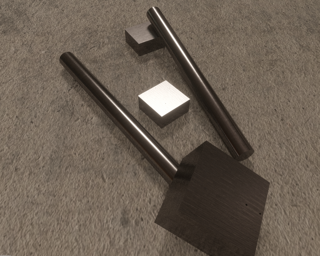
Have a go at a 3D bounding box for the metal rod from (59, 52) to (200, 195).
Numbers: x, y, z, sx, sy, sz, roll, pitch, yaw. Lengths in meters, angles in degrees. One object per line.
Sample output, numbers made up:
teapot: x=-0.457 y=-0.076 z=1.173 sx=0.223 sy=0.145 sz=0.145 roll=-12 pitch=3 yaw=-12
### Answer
metal rod: x=-0.057 y=-0.019 z=0.418 sx=0.025 sy=0.025 sz=0.300 roll=-31 pitch=57 yaw=-23

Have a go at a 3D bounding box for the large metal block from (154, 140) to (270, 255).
large metal block: x=0.053 y=0.073 z=0.307 sx=0.080 sy=0.050 sz=0.080 roll=34 pitch=53 yaw=-7

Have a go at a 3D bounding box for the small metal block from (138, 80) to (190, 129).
small metal block: x=0.005 y=-0.034 z=0.432 sx=0.050 sy=0.025 sz=0.050 roll=-33 pitch=58 yaw=-25

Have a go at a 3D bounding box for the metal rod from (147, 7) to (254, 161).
metal rod: x=0.046 y=-0.081 z=0.453 sx=0.025 sy=0.025 sz=0.299 roll=-18 pitch=58 yaw=-15

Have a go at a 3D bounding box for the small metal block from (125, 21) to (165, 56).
small metal block: x=-0.026 y=-0.155 z=0.533 sx=0.050 sy=0.025 sz=0.050 roll=-25 pitch=55 yaw=-20
